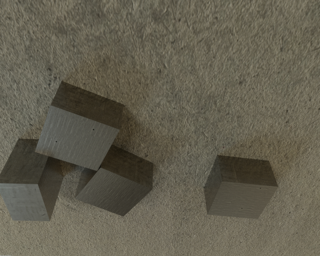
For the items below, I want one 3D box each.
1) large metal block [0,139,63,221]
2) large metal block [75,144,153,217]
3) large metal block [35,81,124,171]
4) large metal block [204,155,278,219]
[{"bbox_3d":[-0.175,0.072,0.430,0.050,0.080,0.079,2,130,-2],"label":"large metal block"},{"bbox_3d":[-0.066,0.077,0.456,0.080,0.050,0.080,28,125,-22],"label":"large metal block"},{"bbox_3d":[-0.100,0.000,0.389,0.080,0.050,0.079,21,127,-17],"label":"large metal block"},{"bbox_3d":[0.118,0.091,0.469,0.081,0.050,0.079,7,130,-6],"label":"large metal block"}]
